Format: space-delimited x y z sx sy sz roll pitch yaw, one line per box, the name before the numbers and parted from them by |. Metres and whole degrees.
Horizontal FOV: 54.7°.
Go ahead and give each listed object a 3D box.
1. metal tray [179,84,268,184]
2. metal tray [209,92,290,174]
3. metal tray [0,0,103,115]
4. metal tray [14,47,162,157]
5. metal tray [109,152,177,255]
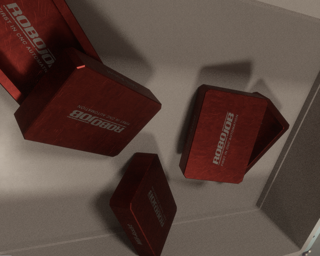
metal tray | 0.086 0.011 0.434 0.091 0.030 0.129 8 108 -13
metal tray | 0.136 0.018 0.493 0.130 0.030 0.090 -48 129 5
metal tray | -0.119 -0.080 0.291 0.090 0.030 0.130 -34 129 -7
metal tray | -0.068 -0.018 0.326 0.090 0.030 0.131 -47 148 15
metal tray | -0.017 0.109 0.430 0.090 0.030 0.129 -63 145 -42
